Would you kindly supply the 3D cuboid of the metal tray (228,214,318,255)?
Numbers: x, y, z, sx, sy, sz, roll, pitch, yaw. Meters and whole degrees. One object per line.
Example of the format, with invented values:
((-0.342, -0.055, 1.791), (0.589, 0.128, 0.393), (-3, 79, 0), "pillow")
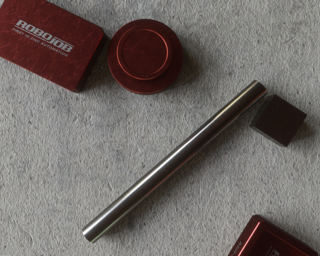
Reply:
((0.133, 0.194, 0.409), (0.090, 0.030, 0.130), (32, 90, -1), "metal tray")

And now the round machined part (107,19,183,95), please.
((-0.019, -0.094, 0.401), (0.099, 0.042, 0.097), (0, 90, -1), "round machined part")

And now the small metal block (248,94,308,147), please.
((0.156, -0.010, 0.412), (0.050, 0.025, 0.050), (33, 90, -1), "small metal block")

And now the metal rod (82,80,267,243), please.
((0.020, 0.044, 0.410), (0.300, 0.025, 0.025), (-41, 91, -1), "metal rod")

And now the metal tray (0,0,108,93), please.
((-0.148, -0.114, 0.405), (0.131, 0.030, 0.090), (26, 90, -1), "metal tray")
